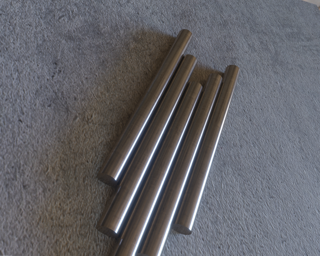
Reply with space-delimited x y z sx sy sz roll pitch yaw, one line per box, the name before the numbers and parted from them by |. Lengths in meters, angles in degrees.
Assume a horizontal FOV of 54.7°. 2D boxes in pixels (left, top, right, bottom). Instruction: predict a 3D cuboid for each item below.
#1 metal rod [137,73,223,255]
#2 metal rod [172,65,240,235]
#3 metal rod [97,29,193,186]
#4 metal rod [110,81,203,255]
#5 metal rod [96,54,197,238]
metal rod | 0.038 0.028 0.410 0.025 0.025 0.301 32 52 -8
metal rod | 0.075 0.008 0.442 0.025 0.025 0.301 32 52 -8
metal rod | -0.007 -0.050 0.433 0.025 0.025 0.301 32 52 -8
metal rod | 0.003 0.045 0.381 0.025 0.025 0.301 32 51 -8
metal rod | -0.003 -0.002 0.406 0.025 0.025 0.301 32 51 -8
